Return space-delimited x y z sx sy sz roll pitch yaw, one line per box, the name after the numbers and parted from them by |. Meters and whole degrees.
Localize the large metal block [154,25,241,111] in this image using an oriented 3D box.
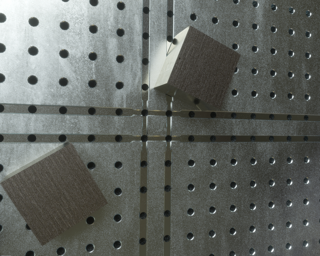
0.049 -0.076 0.417 0.080 0.050 0.080 24 82 -19 | large metal block

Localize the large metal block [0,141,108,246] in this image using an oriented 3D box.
-0.119 0.070 0.356 0.080 0.050 0.080 -31 100 -17 | large metal block
